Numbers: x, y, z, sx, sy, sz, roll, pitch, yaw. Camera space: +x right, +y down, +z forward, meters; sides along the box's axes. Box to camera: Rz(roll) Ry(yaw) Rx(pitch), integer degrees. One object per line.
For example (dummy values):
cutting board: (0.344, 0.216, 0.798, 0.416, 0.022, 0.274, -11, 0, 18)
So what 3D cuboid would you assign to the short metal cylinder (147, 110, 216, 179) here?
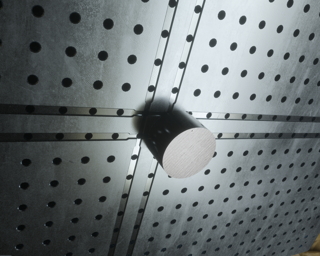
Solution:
short metal cylinder: (0.029, 0.022, 0.427, 0.081, 0.050, 0.079, -14, 125, -21)
